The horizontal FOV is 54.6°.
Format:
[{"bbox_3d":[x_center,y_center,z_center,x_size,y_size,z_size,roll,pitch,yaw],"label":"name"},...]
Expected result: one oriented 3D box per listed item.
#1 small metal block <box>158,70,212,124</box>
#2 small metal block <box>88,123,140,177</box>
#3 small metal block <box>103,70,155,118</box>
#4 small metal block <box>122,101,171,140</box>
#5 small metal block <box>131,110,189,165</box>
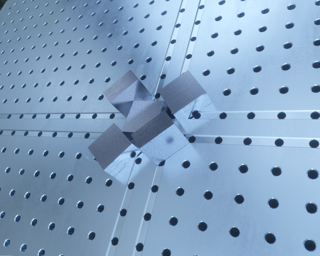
[{"bbox_3d":[0.033,-0.042,0.417,0.050,0.025,0.050,-35,51,6],"label":"small metal block"},{"bbox_3d":[-0.063,0.029,0.424,0.050,0.025,0.050,-44,51,-3],"label":"small metal block"},{"bbox_3d":[-0.044,-0.047,0.444,0.050,0.050,0.025,-40,52,2],"label":"small metal block"},{"bbox_3d":[-0.017,-0.010,0.423,0.050,0.025,0.050,3,62,31],"label":"small metal block"},{"bbox_3d":[0.001,0.013,0.384,0.050,0.050,0.025,-36,51,4],"label":"small metal block"}]
